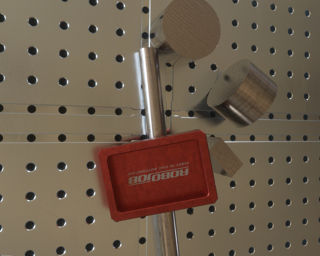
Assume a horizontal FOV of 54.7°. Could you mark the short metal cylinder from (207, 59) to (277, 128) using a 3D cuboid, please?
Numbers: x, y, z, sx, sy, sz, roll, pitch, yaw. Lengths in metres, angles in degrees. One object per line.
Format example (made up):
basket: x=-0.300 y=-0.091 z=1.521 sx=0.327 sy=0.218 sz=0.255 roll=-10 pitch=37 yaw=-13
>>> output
short metal cylinder: x=0.111 y=-0.047 z=0.424 sx=0.050 sy=0.080 sz=0.080 roll=35 pitch=79 yaw=-17

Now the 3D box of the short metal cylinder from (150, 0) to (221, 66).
short metal cylinder: x=0.032 y=-0.126 z=0.411 sx=0.081 sy=0.050 sz=0.079 roll=0 pitch=90 yaw=-20

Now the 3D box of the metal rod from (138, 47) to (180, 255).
metal rod: x=0.000 y=0.045 z=0.412 sx=0.025 sy=0.025 sz=0.298 roll=-7 pitch=93 yaw=-20

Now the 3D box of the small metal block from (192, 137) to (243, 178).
small metal block: x=0.078 y=0.039 z=0.428 sx=0.025 sy=0.050 sz=0.050 roll=-45 pitch=104 yaw=-14

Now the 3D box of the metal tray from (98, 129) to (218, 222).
metal tray: x=-0.002 y=0.057 z=0.384 sx=0.131 sy=0.030 sz=0.089 roll=-11 pitch=92 yaw=1
